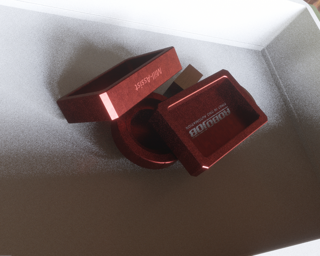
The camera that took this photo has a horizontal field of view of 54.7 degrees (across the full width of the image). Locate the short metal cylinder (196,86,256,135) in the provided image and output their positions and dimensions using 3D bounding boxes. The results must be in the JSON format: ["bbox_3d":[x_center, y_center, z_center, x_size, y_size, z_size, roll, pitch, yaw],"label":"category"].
[{"bbox_3d":[0.096,-0.023,0.455,0.081,0.050,0.080,14,56,-21],"label":"short metal cylinder"}]

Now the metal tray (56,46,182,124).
[{"bbox_3d":[-0.045,-0.052,0.369,0.131,0.090,0.030,-43,119,-40],"label":"metal tray"}]

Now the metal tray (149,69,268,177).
[{"bbox_3d":[0.063,-0.011,0.382,0.131,0.030,0.090,-31,78,-34],"label":"metal tray"}]

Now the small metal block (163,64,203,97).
[{"bbox_3d":[0.029,-0.056,0.438,0.025,0.050,0.050,40,49,-2],"label":"small metal block"}]

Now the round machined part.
[{"bbox_3d":[-0.014,0.006,0.384,0.099,0.042,0.098,14,56,-21],"label":"round machined part"}]
